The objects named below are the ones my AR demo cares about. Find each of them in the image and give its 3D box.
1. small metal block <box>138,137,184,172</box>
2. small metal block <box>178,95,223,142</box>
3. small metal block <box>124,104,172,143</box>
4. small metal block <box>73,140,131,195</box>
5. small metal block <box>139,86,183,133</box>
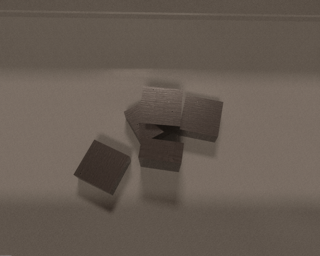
[{"bbox_3d":[0.002,0.034,0.384,0.050,0.050,0.025,8,70,2],"label":"small metal block"},{"bbox_3d":[0.054,-0.012,0.415,0.050,0.025,0.050,11,70,3],"label":"small metal block"},{"bbox_3d":[-0.013,-0.008,0.413,0.050,0.025,0.050,-28,73,-10],"label":"small metal block"},{"bbox_3d":[-0.071,0.050,0.391,0.050,0.025,0.050,25,72,8],"label":"small metal block"},{"bbox_3d":[0.002,-0.023,0.392,0.050,0.025,0.050,5,70,1],"label":"small metal block"}]
